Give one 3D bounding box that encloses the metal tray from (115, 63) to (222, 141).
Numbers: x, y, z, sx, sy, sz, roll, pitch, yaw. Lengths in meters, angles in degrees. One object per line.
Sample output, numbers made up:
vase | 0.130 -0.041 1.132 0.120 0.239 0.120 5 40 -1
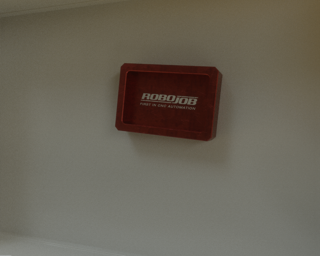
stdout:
metal tray | 0.010 -0.035 0.404 0.130 0.030 0.090 6 92 19
